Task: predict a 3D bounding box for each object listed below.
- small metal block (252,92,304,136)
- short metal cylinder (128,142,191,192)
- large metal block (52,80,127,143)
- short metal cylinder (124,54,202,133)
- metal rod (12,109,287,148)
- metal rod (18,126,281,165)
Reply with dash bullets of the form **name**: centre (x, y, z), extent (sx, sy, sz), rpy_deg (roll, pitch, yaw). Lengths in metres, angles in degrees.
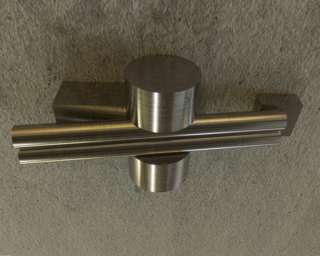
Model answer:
- **small metal block**: centre (0.146, -0.017, 0.396), extent (0.050, 0.025, 0.050), rpy_deg (2, 130, -2)
- **short metal cylinder**: centre (-0.001, 0.036, 0.403), extent (0.081, 0.080, 0.050), rpy_deg (1, 130, -1)
- **large metal block**: centre (-0.079, -0.010, 0.383), extent (0.081, 0.050, 0.079), rpy_deg (1, 130, -2)
- **short metal cylinder**: centre (0.003, -0.040, 0.339), extent (0.081, 0.080, 0.050), rpy_deg (1, 130, -1)
- **metal rod**: centre (-0.004, 0.000, 0.350), extent (0.302, 0.025, 0.025), rpy_deg (-4, 131, -8)
- **metal rod**: centre (-0.005, 0.019, 0.366), extent (0.302, 0.025, 0.025), rpy_deg (-4, 131, -8)
